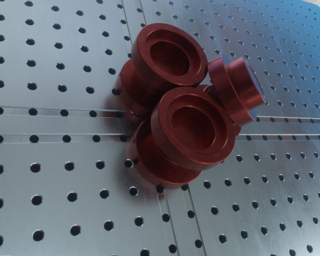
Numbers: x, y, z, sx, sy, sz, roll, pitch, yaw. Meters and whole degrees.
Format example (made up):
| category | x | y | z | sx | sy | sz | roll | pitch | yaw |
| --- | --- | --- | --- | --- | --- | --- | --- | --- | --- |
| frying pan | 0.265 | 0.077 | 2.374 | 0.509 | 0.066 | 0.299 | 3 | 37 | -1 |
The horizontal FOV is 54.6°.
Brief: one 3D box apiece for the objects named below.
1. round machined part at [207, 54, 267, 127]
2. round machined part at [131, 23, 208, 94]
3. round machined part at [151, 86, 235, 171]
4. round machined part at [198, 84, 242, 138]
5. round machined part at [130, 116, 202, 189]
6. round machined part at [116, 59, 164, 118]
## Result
| category | x | y | z | sx | sy | sz | roll | pitch | yaw |
| --- | --- | --- | --- | --- | --- | --- | --- | --- | --- |
| round machined part | 0.105 | -0.054 | 0.405 | 0.098 | 0.042 | 0.098 | 45 | 30 | -35 |
| round machined part | 0.009 | -0.083 | 0.398 | 0.099 | 0.042 | 0.098 | 13 | 56 | -21 |
| round machined part | 0.034 | 0.004 | 0.358 | 0.099 | 0.042 | 0.098 | 13 | 56 | -21 |
| round machined part | 0.081 | -0.025 | 0.456 | 0.099 | 0.042 | 0.098 | 13 | 56 | -21 |
| round machined part | 0.015 | 0.024 | 0.391 | 0.099 | 0.042 | 0.098 | 13 | 56 | -21 |
| round machined part | -0.008 | -0.063 | 0.432 | 0.099 | 0.042 | 0.098 | 13 | 56 | -21 |
